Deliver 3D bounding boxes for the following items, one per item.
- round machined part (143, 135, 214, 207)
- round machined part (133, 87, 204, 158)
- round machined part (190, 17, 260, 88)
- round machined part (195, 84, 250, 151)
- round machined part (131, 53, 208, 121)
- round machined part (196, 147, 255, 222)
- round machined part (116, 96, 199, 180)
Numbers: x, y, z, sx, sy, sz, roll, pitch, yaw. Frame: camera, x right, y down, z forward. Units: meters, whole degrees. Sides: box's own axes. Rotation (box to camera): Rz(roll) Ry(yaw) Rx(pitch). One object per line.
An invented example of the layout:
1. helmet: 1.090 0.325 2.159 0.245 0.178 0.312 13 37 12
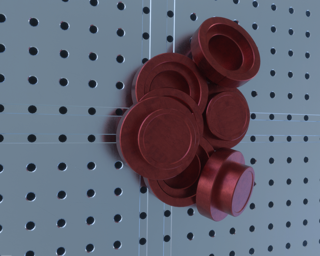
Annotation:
1. round machined part: 0.023 0.051 0.412 0.099 0.042 0.097 0 90 -20
2. round machined part: 0.004 -0.002 0.404 0.099 0.042 0.097 0 90 -20
3. round machined part: 0.084 -0.097 0.422 0.099 0.042 0.098 10 65 -23
4. round machined part: 0.086 -0.016 0.434 0.099 0.042 0.097 0 90 -20
5. round machined part: 0.010 -0.046 0.407 0.099 0.042 0.097 0 90 -20
6. round machined part: 0.092 0.078 0.411 0.099 0.042 0.097 -24 121 -46
7. round machined part: 0.002 0.012 0.359 0.099 0.042 0.097 0 90 -20
